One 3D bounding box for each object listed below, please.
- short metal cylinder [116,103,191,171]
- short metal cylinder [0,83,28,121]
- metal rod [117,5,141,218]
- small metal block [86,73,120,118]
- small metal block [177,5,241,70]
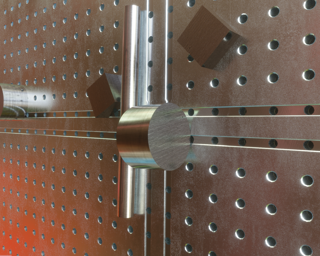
[{"bbox_3d":[-0.006,0.011,0.379,0.050,0.081,0.080,-3,88,40],"label":"short metal cylinder"},{"bbox_3d":[-0.327,-0.055,0.664,0.080,0.050,0.080,0,90,40],"label":"short metal cylinder"},{"bbox_3d":[-0.045,-0.022,0.446,0.025,0.025,0.298,3,92,40],"label":"metal rod"},{"bbox_3d":[-0.083,-0.049,0.478,0.050,0.025,0.050,-33,69,35],"label":"small metal block"},{"bbox_3d":[0.056,-0.105,0.363,0.050,0.025,0.050,-51,60,27],"label":"small metal block"}]
